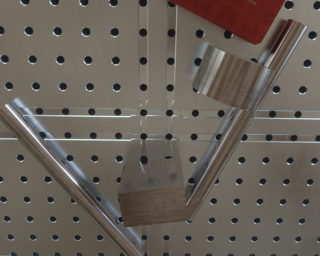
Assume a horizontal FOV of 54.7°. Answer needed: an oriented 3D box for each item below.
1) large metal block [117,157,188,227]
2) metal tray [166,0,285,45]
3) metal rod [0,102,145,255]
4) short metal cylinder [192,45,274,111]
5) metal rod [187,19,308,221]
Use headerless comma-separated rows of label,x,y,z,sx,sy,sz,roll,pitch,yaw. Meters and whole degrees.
large metal block,-0.008,0.083,0.414,0.080,0.080,0.050,-7,110,2
metal tray,0.076,-0.164,0.351,0.131,0.030,0.089,24,108,-9
metal rod,-0.119,0.089,0.444,0.025,0.025,0.299,-33,107,11
short metal cylinder,0.084,-0.059,0.363,0.080,0.080,0.050,19,109,-7
metal rod,0.101,0.003,0.415,0.025,0.025,0.298,23,108,-9
